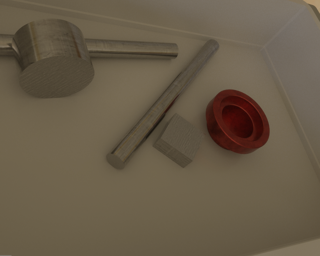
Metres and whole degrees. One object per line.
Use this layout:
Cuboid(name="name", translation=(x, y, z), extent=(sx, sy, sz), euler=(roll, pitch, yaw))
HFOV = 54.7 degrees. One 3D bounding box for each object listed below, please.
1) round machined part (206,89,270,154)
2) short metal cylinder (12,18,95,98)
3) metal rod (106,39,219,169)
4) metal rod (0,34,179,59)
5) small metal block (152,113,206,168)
Cuboid(name="round machined part", translation=(0.110, -0.005, 0.459), extent=(0.099, 0.042, 0.098), euler=(14, 56, -21))
Cuboid(name="short metal cylinder", translation=(-0.121, -0.076, 0.353), extent=(0.081, 0.080, 0.050), euler=(-7, 66, -32))
Cuboid(name="metal rod", translation=(0.021, -0.053, 0.450), extent=(0.025, 0.025, 0.301), euler=(40, 51, -2))
Cuboid(name="metal rod", translation=(-0.106, -0.108, 0.415), extent=(0.303, 0.025, 0.025), euler=(-7, 65, -32))
Cuboid(name="small metal block", translation=(0.026, 0.016, 0.412), extent=(0.050, 0.025, 0.050), euler=(36, 51, -5))
